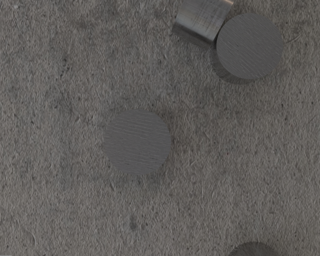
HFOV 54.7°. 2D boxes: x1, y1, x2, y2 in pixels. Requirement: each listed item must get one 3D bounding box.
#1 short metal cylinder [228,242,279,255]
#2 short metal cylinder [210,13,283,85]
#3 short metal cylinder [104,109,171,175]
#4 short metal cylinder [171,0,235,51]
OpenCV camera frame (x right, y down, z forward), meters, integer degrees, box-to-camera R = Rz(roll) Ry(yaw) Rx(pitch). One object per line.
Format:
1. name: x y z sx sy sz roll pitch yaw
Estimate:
1. short metal cylinder: 0.128 0.195 0.398 0.081 0.050 0.080 0 90 0
2. short metal cylinder: 0.108 -0.099 0.398 0.081 0.050 0.080 0 90 0
3. short metal cylinder: -0.027 0.017 0.397 0.081 0.050 0.080 0 90 0
4. short metal cylinder: 0.055 -0.143 0.383 0.050 0.080 0.080 28 90 0
